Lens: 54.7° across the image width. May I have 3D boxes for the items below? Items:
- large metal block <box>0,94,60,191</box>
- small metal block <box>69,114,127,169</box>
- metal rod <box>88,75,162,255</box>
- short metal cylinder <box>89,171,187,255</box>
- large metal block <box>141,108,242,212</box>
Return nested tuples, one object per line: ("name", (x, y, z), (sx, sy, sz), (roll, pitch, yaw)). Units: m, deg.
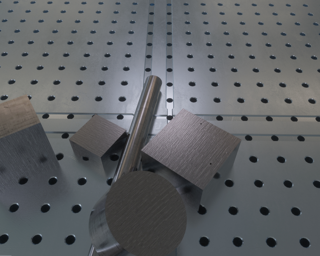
("large metal block", (-0.172, 0.019, 0.354), (0.081, 0.080, 0.050), (-25, 55, -20))
("small metal block", (-0.077, 0.016, 0.394), (0.050, 0.025, 0.050), (26, 55, 20))
("metal rod", (-0.037, 0.043, 0.370), (0.025, 0.025, 0.300), (8, 50, 7))
("short metal cylinder", (-0.022, 0.088, 0.297), (0.081, 0.050, 0.080), (16, 52, -22))
("large metal block", (0.036, 0.035, 0.363), (0.080, 0.050, 0.080), (31, 56, 23))
